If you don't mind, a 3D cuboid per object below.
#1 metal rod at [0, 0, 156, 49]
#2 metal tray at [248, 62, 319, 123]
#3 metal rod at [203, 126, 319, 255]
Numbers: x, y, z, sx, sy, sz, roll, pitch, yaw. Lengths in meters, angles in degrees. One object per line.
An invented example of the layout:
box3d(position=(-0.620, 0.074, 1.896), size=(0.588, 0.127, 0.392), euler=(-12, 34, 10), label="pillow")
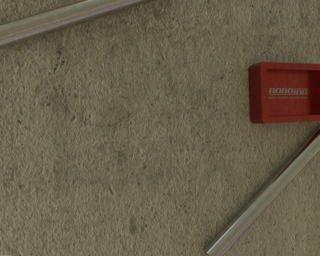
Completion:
box3d(position=(-0.107, -0.134, 0.369), size=(0.302, 0.025, 0.025), euler=(-25, 99, -19), label="metal rod")
box3d(position=(0.203, -0.054, 0.483), size=(0.131, 0.030, 0.089), euler=(-2, 91, -21), label="metal tray")
box3d(position=(0.180, 0.087, 0.477), size=(0.301, 0.025, 0.025), euler=(-41, 103, -16), label="metal rod")
